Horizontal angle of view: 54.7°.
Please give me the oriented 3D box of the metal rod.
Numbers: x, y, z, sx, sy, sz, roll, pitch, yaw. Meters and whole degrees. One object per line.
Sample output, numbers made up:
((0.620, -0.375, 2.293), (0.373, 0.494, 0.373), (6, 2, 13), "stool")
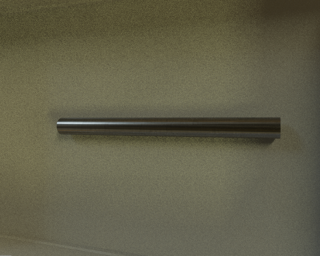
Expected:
((-0.003, -0.001, 0.408), (0.301, 0.025, 0.025), (1, 90, 19), "metal rod")
